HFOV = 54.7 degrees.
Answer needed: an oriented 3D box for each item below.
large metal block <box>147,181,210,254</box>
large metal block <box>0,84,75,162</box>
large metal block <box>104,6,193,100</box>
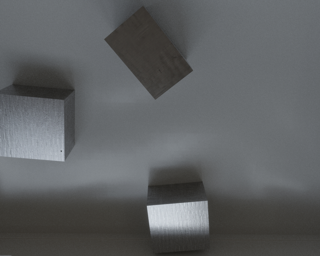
[{"bbox_3d":[0.026,0.128,0.446,0.080,0.050,0.079,-5,110,1],"label":"large metal block"},{"bbox_3d":[-0.155,-0.008,0.393,0.081,0.050,0.079,5,110,-3],"label":"large metal block"},{"bbox_3d":[-0.011,-0.087,0.350,0.050,0.080,0.080,-37,106,12],"label":"large metal block"}]
